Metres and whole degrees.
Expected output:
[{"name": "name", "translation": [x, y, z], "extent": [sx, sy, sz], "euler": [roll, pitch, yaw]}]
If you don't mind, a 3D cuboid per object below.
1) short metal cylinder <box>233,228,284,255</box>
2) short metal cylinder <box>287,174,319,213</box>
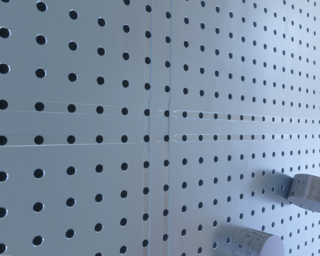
[{"name": "short metal cylinder", "translation": [0.172, 0.220, 0.537], "extent": [0.081, 0.050, 0.079], "euler": [0, 90, -40]}, {"name": "short metal cylinder", "translation": [0.309, 0.134, 0.632], "extent": [0.080, 0.080, 0.050], "euler": [38, 67, -34]}]
